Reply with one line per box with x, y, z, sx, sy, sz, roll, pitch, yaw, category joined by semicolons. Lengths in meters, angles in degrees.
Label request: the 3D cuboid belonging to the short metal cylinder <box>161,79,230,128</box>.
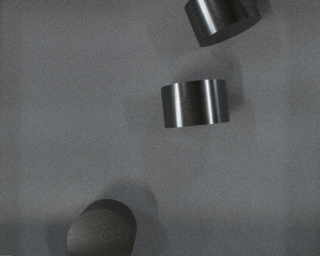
0.044;-0.028;0.384;0.080;0.080;0.050;-6;90;0;short metal cylinder

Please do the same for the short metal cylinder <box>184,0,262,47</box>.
0.077;-0.142;0.384;0.080;0.080;0.050;-22;90;0;short metal cylinder

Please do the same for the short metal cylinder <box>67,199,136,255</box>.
-0.072;0.137;0.398;0.081;0.050;0.080;0;90;0;short metal cylinder
